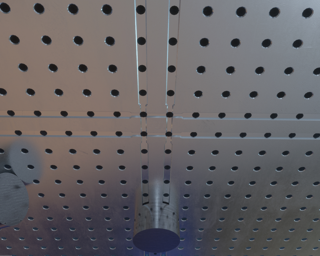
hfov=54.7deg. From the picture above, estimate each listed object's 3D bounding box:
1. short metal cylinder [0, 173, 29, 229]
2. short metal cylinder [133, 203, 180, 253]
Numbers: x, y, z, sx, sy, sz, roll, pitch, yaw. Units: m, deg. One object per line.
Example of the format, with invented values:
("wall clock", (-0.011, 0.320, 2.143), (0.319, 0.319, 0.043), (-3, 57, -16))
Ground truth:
("short metal cylinder", (-0.248, 0.113, 0.469), (0.050, 0.080, 0.080), (-17, 128, 14))
("short metal cylinder", (-0.006, 0.176, 0.545), (0.081, 0.050, 0.079), (0, 130, 0))
